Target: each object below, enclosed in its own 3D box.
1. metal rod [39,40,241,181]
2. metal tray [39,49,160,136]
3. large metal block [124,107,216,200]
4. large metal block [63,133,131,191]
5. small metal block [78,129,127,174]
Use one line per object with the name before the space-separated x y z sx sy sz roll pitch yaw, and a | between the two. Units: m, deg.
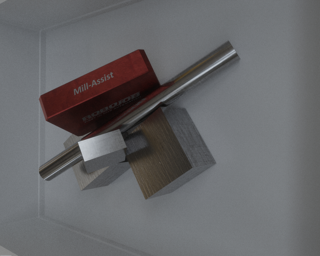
metal rod | -0.039 -0.011 0.387 0.300 0.025 0.025 -32 70 19
metal tray | -0.064 -0.038 0.379 0.130 0.090 0.030 -25 73 3
large metal block | 0.008 0.030 0.381 0.080 0.050 0.080 -41 66 32
large metal block | -0.089 0.035 0.457 0.080 0.050 0.080 -41 66 32
small metal block | -0.070 0.029 0.381 0.050 0.050 0.025 110 138 -64
